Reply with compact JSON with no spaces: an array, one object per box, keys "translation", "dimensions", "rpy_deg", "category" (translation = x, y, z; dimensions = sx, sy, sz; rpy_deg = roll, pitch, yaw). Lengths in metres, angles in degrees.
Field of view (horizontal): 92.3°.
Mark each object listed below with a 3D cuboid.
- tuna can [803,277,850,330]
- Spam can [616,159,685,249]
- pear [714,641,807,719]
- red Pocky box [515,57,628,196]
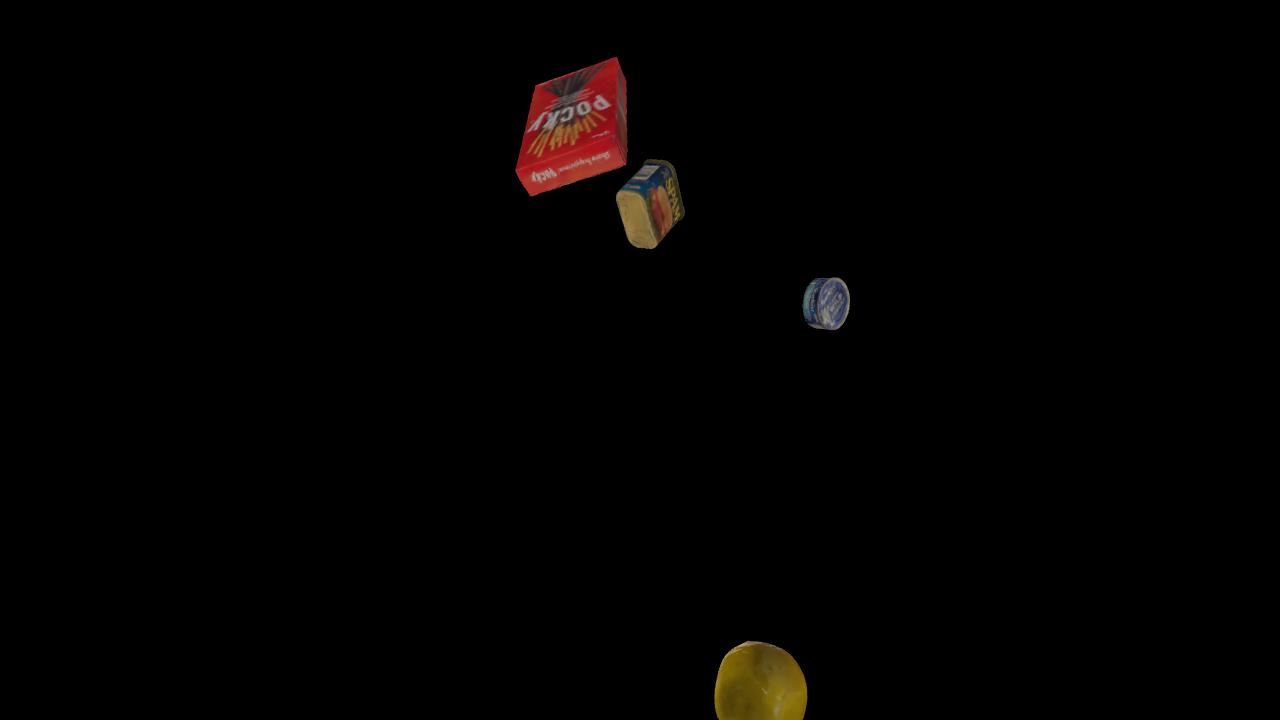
[{"translation":[0.299,-0.091,0.989],"dimensions":[0.084,0.084,0.034],"rpy_deg":[0,6,-38],"category":"tuna can"},{"translation":[0.015,-0.227,0.902],"dimensions":[0.058,0.101,0.085],"rpy_deg":[14,51,32],"category":"Spam can"},{"translation":[0.111,0.276,0.527],"dimensions":[0.080,0.080,0.111],"rpy_deg":[0,0,30],"category":"pear"},{"translation":[-0.053,-0.197,0.508],"dimensions":[0.083,0.155,0.028],"rpy_deg":[-13,-45,12],"category":"red Pocky box"}]
